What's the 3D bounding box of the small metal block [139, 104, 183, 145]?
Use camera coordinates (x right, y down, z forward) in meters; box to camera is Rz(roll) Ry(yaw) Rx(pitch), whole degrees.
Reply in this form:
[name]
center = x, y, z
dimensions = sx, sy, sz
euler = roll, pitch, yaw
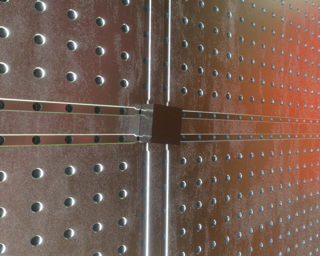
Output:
[small metal block]
center = 0.002, -0.004, 0.412
dimensions = 0.050, 0.025, 0.050
euler = 6, 86, -40
